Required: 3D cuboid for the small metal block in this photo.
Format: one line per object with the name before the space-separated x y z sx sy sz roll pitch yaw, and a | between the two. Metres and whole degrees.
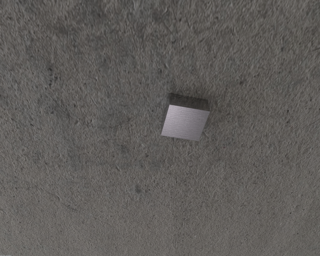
small metal block | 0.031 -0.013 0.396 0.050 0.025 0.050 9 130 -8
